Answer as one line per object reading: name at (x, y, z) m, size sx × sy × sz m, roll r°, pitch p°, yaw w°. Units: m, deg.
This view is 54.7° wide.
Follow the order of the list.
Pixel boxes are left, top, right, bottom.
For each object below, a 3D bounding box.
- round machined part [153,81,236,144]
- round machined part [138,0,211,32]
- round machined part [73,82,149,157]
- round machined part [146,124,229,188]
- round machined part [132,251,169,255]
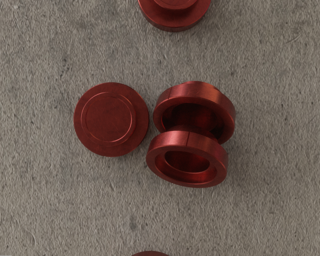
round machined part at (0.044, -0.020, 0.383) m, size 0.099 × 0.097 × 0.042 m, roll 16°, pitch 54°, yaw 0°
round machined part at (0.019, -0.179, 0.401) m, size 0.099 × 0.042 × 0.097 m, roll 0°, pitch 90°, yaw 0°
round machined part at (-0.063, -0.011, 0.401) m, size 0.099 × 0.042 × 0.097 m, roll 0°, pitch 90°, yaw 0°
round machined part at (0.035, 0.032, 0.383) m, size 0.099 × 0.097 × 0.042 m, roll 17°, pitch 55°, yaw 0°
round machined part at (-0.013, 0.207, 0.401) m, size 0.099 × 0.042 × 0.097 m, roll 0°, pitch 90°, yaw 0°
